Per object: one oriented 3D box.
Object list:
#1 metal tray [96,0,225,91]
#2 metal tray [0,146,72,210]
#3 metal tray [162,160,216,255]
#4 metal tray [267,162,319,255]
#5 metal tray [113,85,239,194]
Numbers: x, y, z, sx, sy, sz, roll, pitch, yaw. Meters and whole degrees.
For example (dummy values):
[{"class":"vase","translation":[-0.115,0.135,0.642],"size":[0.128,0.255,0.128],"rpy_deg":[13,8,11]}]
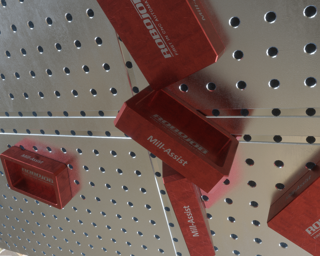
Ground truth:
[{"class":"metal tray","translation":[-0.001,-0.115,0.336],"size":[0.090,0.030,0.130],"rpy_deg":[-23,107,36]},{"class":"metal tray","translation":[-0.233,0.093,0.585],"size":[0.130,0.030,0.089],"rpy_deg":[15,125,19]},{"class":"metal tray","translation":[0.036,0.092,0.403],"size":[0.030,0.090,0.129],"rpy_deg":[-16,113,7]},{"class":"metal tray","translation":[0.201,0.095,0.361],"size":[0.090,0.030,0.129],"rpy_deg":[32,128,6]},{"class":"metal tray","translation":[0.023,0.006,0.357],"size":[0.130,0.090,0.030],"rpy_deg":[36,121,4]}]
